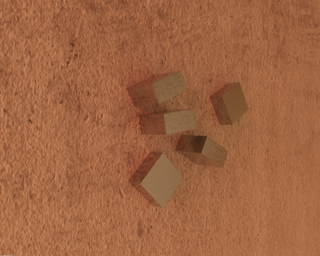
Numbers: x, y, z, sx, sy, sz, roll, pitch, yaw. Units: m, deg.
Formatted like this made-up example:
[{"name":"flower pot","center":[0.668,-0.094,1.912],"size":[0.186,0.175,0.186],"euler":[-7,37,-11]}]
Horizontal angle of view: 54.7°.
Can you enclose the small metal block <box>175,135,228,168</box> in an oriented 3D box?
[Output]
[{"name":"small metal block","center":[0.059,0.033,0.437],"size":[0.050,0.050,0.025],"euler":[34,69,-35]}]

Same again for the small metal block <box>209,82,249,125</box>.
[{"name":"small metal block","center":[0.112,-0.039,0.498],"size":[0.050,0.025,0.050],"euler":[-37,113,-34]}]

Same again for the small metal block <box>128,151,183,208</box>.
[{"name":"small metal block","center":[-0.004,0.066,0.401],"size":[0.050,0.025,0.050],"euler":[-52,121,-27]}]

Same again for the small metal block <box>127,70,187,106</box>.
[{"name":"small metal block","center":[-0.004,-0.049,0.385],"size":[0.050,0.050,0.025],"euler":[-31,110,-36]}]

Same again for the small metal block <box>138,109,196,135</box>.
[{"name":"small metal block","center":[0.009,-0.008,0.396],"size":[0.050,0.050,0.025],"euler":[-12,98,-39]}]
